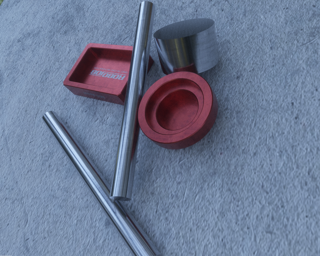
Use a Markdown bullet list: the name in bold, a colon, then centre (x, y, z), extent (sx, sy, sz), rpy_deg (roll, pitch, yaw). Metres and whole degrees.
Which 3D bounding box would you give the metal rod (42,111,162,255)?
- **metal rod**: centre (-0.094, 0.062, 0.415), extent (0.025, 0.025, 0.300), rpy_deg (-45, 51, -3)

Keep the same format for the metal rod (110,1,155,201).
- **metal rod**: centre (-0.033, -0.053, 0.421), extent (0.025, 0.025, 0.299), rpy_deg (-7, 62, 25)

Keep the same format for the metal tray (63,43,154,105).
- **metal tray**: centre (-0.085, -0.090, 0.500), extent (0.130, 0.030, 0.090), rpy_deg (14, 69, 33)

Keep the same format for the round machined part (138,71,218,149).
- **round machined part**: centre (0.025, -0.018, 0.388), extent (0.098, 0.042, 0.098), rpy_deg (-12, 61, 23)

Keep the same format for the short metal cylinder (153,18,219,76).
- **short metal cylinder**: centre (0.036, -0.110, 0.416), extent (0.080, 0.050, 0.080), rpy_deg (-11, 31, 7)
